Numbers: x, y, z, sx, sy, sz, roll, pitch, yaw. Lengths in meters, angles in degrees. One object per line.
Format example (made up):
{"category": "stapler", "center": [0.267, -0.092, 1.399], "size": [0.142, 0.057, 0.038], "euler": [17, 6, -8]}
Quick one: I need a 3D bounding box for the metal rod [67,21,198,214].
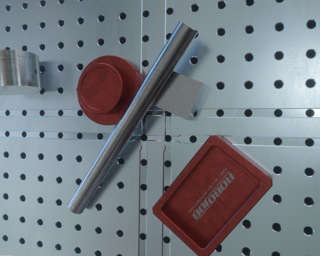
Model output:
{"category": "metal rod", "center": [-0.045, -0.001, 0.410], "size": [0.025, 0.025, 0.298], "euler": [39, 108, 15]}

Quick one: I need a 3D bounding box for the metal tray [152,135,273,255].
{"category": "metal tray", "center": [0.063, 0.084, 0.387], "size": [0.090, 0.030, 0.130], "euler": [40, 102, 15]}

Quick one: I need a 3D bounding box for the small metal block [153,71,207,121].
{"category": "small metal block", "center": [0.026, -0.043, 0.403], "size": [0.050, 0.025, 0.050], "euler": [25, 98, 17]}

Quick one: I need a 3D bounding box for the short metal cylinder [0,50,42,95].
{"category": "short metal cylinder", "center": [-0.220, -0.080, 0.459], "size": [0.080, 0.080, 0.050], "euler": [-6, 88, 19]}

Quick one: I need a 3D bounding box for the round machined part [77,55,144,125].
{"category": "round machined part", "center": [-0.073, -0.052, 0.428], "size": [0.098, 0.042, 0.097], "euler": [0, 90, 19]}
